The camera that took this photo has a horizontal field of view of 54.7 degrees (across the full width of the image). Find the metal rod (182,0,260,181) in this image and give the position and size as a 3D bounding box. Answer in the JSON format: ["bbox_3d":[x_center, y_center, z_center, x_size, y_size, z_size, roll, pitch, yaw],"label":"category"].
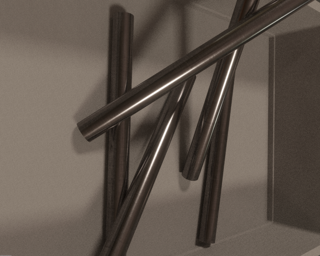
[{"bbox_3d":[0.080,-0.064,0.394,0.025,0.025,0.298,-4,119,-40],"label":"metal rod"}]

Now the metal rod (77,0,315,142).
[{"bbox_3d":[0.043,-0.075,0.345,0.301,0.025,0.025,-32,115,-1],"label":"metal rod"}]

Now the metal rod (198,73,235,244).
[{"bbox_3d":[0.092,0.025,0.486,0.025,0.025,0.298,14,81,-40],"label":"metal rod"}]

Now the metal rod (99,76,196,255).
[{"bbox_3d":[-0.012,0.047,0.373,0.025,0.025,0.300,43,57,-32],"label":"metal rod"}]

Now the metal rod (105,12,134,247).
[{"bbox_3d":[-0.048,0.015,0.367,0.025,0.025,0.298,3,88,-40],"label":"metal rod"}]
